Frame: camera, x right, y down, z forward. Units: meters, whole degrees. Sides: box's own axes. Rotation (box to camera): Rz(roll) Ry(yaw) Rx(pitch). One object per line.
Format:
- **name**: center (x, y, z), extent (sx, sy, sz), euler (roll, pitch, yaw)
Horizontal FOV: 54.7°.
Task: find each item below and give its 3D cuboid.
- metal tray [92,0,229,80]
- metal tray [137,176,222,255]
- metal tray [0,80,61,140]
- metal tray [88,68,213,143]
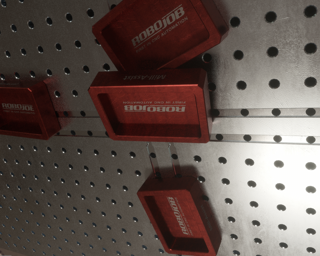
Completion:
- **metal tray**: center (-0.004, -0.107, 0.342), extent (0.130, 0.030, 0.090), euler (-24, 106, 36)
- **metal tray**: center (0.030, 0.138, 0.475), extent (0.090, 0.030, 0.129), euler (-10, 114, 32)
- **metal tray**: center (-0.234, -0.031, 0.509), extent (0.130, 0.030, 0.089), euler (5, 121, 25)
- **metal tray**: center (-0.008, -0.024, 0.367), extent (0.130, 0.030, 0.090), euler (1, 136, 16)
